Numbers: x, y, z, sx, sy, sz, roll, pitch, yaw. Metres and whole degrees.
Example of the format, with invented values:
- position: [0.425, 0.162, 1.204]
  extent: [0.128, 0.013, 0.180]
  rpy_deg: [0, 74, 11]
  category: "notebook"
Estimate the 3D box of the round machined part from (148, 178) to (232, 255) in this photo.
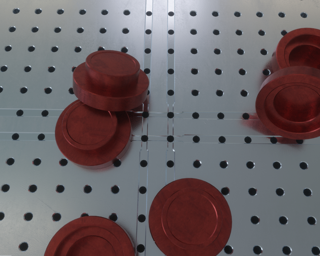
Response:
- position: [0.036, 0.107, 0.364]
  extent: [0.099, 0.042, 0.098]
  rpy_deg: [0, 70, 0]
  category: "round machined part"

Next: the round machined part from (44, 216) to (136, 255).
- position: [-0.075, 0.150, 0.347]
  extent: [0.099, 0.042, 0.098]
  rpy_deg: [0, 70, 0]
  category: "round machined part"

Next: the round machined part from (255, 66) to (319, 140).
- position: [0.175, -0.035, 0.392]
  extent: [0.098, 0.097, 0.042]
  rpy_deg: [25, 47, 9]
  category: "round machined part"

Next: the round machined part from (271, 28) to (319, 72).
- position: [0.206, -0.088, 0.436]
  extent: [0.099, 0.042, 0.098]
  rpy_deg: [0, 70, 0]
  category: "round machined part"

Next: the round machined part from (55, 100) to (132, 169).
- position: [-0.087, 0.001, 0.402]
  extent: [0.099, 0.042, 0.098]
  rpy_deg: [0, 70, 0]
  category: "round machined part"

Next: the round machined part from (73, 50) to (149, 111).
- position: [-0.062, -0.067, 0.403]
  extent: [0.099, 0.042, 0.098]
  rpy_deg: [8, 38, -6]
  category: "round machined part"
